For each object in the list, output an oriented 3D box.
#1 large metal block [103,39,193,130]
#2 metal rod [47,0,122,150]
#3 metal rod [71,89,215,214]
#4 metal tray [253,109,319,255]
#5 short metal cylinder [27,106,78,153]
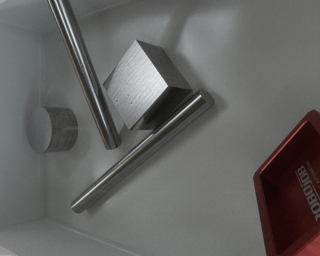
[{"bbox_3d":[-0.018,-0.053,0.404,0.080,0.050,0.080,-47,63,29],"label":"large metal block"},{"bbox_3d":[-0.107,-0.102,0.398,0.025,0.025,0.298,8,125,39],"label":"metal rod"},{"bbox_3d":[-0.041,0.047,0.438,0.299,0.025,0.025,-41,65,32],"label":"metal rod"},{"bbox_3d":[0.118,0.047,0.244,0.030,0.130,0.089,32,114,-3],"label":"metal tray"},{"bbox_3d":[-0.189,0.003,0.543,0.080,0.050,0.079,0,90,39],"label":"short metal cylinder"}]
